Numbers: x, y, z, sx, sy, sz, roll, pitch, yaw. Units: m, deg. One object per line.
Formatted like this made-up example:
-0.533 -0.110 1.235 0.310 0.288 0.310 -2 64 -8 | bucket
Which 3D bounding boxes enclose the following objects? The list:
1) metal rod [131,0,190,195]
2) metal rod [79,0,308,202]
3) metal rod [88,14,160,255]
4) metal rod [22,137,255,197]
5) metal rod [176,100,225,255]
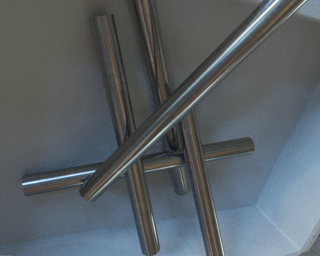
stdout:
0.008 -0.021 0.401 0.025 0.025 0.298 -24 127 -14 | metal rod
0.012 -0.017 0.303 0.025 0.025 0.299 25 123 -37 | metal rod
-0.036 0.025 0.362 0.025 0.025 0.298 -17 112 -19 | metal rod
-0.015 0.047 0.405 0.302 0.025 0.025 -9 123 -15 | metal rod
0.059 0.098 0.409 0.025 0.025 0.298 -18 105 -18 | metal rod
